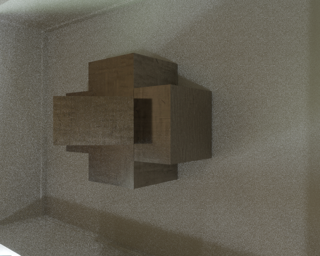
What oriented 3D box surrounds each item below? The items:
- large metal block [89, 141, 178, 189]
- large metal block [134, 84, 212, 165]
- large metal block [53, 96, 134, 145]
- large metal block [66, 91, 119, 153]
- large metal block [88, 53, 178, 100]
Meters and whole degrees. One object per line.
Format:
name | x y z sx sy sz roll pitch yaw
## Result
large metal block | -0.034 0.042 0.398 0.080 0.081 0.050 0 90 40
large metal block | 0.017 -0.004 0.353 0.050 0.081 0.080 0 90 39
large metal block | -0.070 -0.008 0.354 0.081 0.080 0.050 0 90 -5
large metal block | -0.084 -0.008 0.440 0.050 0.081 0.080 0 90 40
large metal block | -0.034 -0.058 0.398 0.080 0.081 0.050 0 90 40
